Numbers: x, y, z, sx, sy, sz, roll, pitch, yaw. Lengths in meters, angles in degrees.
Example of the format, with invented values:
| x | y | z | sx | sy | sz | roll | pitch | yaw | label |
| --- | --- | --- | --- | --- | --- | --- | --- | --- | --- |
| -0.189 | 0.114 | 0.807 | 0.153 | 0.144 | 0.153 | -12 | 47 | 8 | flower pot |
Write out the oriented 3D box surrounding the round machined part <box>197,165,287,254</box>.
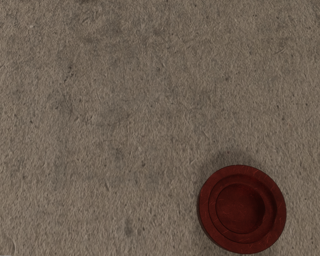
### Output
| x | y | z | sx | sy | sz | roll | pitch | yaw | label |
| --- | --- | --- | --- | --- | --- | --- | --- | --- | --- |
| 0.092 | 0.095 | 0.365 | 0.099 | 0.042 | 0.098 | 0 | 70 | -1 | round machined part |
